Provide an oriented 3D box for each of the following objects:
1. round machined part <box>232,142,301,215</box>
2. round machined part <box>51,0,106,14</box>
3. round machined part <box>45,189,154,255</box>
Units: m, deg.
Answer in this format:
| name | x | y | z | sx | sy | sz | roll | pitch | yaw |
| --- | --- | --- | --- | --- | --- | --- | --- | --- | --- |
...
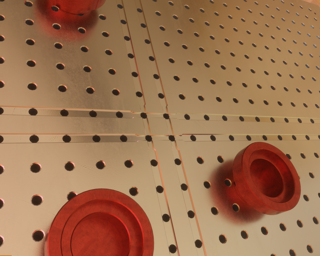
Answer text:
| name | x | y | z | sx | sy | sz | roll | pitch | yaw |
| --- | --- | --- | --- | --- | --- | --- | --- | --- | --- |
| round machined part | 0.141 | 0.072 | 0.428 | 0.099 | 0.042 | 0.098 | 13 | 56 | -21 |
| round machined part | -0.127 | -0.207 | 0.455 | 0.099 | 0.042 | 0.098 | 13 | 56 | -21 |
| round machined part | -0.059 | 0.112 | 0.297 | 0.099 | 0.042 | 0.098 | 13 | 56 | -21 |
